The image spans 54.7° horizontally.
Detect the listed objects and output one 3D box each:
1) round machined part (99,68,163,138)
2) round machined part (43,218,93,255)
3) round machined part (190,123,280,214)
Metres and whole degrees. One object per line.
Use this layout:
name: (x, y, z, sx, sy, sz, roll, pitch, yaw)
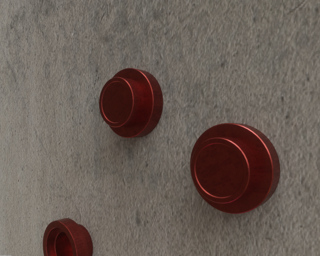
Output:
round machined part: (-0.047, -0.035, 0.430, 0.098, 0.042, 0.097, 0, 90, 39)
round machined part: (-0.149, 0.199, 0.514, 0.098, 0.042, 0.097, 0, 90, 39)
round machined part: (0.072, 0.043, 0.333, 0.098, 0.042, 0.097, 0, 90, 39)
